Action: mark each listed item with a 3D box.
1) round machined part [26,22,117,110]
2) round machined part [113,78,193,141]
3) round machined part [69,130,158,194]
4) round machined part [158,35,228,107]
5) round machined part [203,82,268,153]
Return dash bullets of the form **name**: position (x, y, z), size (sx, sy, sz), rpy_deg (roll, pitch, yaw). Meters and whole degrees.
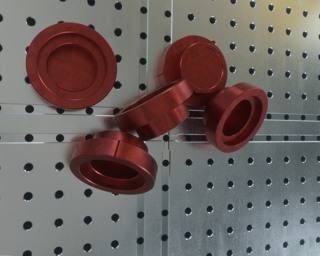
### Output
- **round machined part**: position (-0.104, -0.070, 0.366), size (0.099, 0.042, 0.097), rpy_deg (0, 90, -21)
- **round machined part**: position (-0.003, -0.019, 0.374), size (0.099, 0.098, 0.042), rpy_deg (-33, 101, -17)
- **round machined part**: position (-0.051, 0.038, 0.363), size (0.099, 0.098, 0.042), rpy_deg (25, 53, -19)
- **round machined part**: position (0.051, -0.078, 0.423), size (0.099, 0.042, 0.097), rpy_deg (0, 90, -21)
- **round machined part**: position (0.098, -0.018, 0.426), size (0.099, 0.042, 0.097), rpy_deg (-22, 131, -28)
